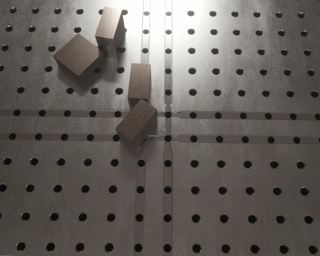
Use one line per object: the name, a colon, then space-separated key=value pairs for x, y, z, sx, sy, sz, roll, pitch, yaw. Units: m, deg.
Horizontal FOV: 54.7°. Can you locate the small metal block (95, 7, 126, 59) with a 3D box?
small metal block: x=-0.070 y=-0.136 z=0.447 sx=0.025 sy=0.050 sz=0.050 roll=11 pitch=70 yaw=3

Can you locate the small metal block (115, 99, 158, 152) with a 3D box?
small metal block: x=-0.028 y=-0.003 z=0.399 sx=0.025 sy=0.050 sz=0.050 roll=35 pitch=74 yaw=11

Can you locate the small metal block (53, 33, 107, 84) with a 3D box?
small metal block: x=-0.115 y=-0.100 z=0.447 sx=0.050 sy=0.025 sz=0.050 roll=38 pitch=74 yaw=12

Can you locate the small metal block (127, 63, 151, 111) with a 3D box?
small metal block: x=-0.026 y=-0.052 z=0.417 sx=0.025 sy=0.050 sz=0.050 roll=4 pitch=70 yaw=1
